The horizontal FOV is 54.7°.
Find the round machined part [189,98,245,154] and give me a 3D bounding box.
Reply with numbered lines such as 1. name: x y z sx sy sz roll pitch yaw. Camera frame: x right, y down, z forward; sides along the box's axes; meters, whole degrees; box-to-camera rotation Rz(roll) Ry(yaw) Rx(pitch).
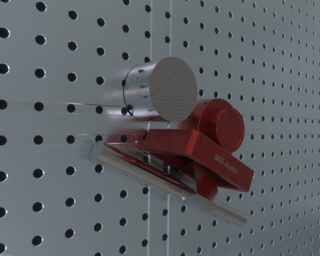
1. round machined part: 0.093 0.003 0.477 0.099 0.042 0.097 0 90 -40

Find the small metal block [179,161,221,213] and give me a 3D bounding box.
1. small metal block: 0.054 0.082 0.426 0.050 0.025 0.050 34 36 -33

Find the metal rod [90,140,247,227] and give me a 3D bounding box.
1. metal rod: 0.032 0.090 0.436 0.301 0.025 0.025 32 70 -36

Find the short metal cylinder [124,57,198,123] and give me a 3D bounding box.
1. short metal cylinder: 0.002 -0.047 0.394 0.081 0.050 0.079 0 90 -41

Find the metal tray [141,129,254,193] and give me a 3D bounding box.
1. metal tray: 0.051 0.044 0.410 0.130 0.090 0.030 33 69 -35
